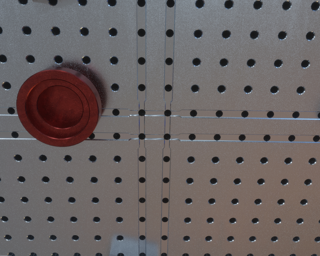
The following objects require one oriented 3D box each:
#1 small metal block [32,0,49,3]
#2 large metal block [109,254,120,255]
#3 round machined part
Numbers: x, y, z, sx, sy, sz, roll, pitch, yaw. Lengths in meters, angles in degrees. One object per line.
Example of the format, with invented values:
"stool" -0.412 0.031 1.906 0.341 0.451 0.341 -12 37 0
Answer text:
"small metal block" -0.125 -0.174 0.347 0.050 0.025 0.050 -16 110 5
"large metal block" -0.053 0.258 0.495 0.081 0.050 0.079 14 109 -6
"round machined part" -0.123 -0.029 0.392 0.099 0.042 0.097 0 110 -1
